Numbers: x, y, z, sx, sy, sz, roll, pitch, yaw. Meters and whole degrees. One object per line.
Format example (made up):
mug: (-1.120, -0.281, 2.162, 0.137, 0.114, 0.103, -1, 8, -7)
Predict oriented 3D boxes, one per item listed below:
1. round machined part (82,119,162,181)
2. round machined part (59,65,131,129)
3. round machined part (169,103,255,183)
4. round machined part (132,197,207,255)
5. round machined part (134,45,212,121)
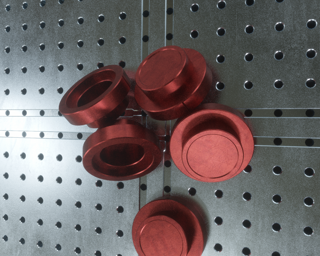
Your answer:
round machined part: (-0.049, 0.025, 0.399, 0.098, 0.098, 0.042, -25, 49, 18)
round machined part: (-0.081, -0.037, 0.412, 0.098, 0.098, 0.042, -20, 127, 18)
round machined part: (0.060, 0.024, 0.361, 0.099, 0.042, 0.097, 2, 115, 5)
round machined part: (0.008, 0.141, 0.400, 0.098, 0.042, 0.097, 0, 90, 19)
round machined part: (0.010, -0.061, 0.375, 0.098, 0.042, 0.098, -18, 50, 23)
